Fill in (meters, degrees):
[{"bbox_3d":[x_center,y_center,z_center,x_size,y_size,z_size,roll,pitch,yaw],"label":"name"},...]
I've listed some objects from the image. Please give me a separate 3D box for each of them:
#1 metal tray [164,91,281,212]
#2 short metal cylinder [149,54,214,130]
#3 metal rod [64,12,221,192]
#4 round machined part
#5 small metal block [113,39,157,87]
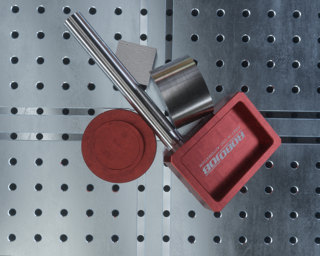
[{"bbox_3d":[0.081,0.028,0.391,0.130,0.030,0.090,-43,98,-16],"label":"metal tray"},{"bbox_3d":[0.026,-0.044,0.386,0.050,0.080,0.080,-25,90,0],"label":"short metal cylinder"},{"bbox_3d":[-0.012,-0.018,0.396,0.025,0.025,0.300,-40,98,0],"label":"metal rod"},{"bbox_3d":[-0.054,0.024,0.403,0.099,0.042,0.097,0,90,-1],"label":"round machined part"},{"bbox_3d":[-0.034,-0.085,0.413,0.050,0.025,0.050,13,90,-1],"label":"small metal block"}]
